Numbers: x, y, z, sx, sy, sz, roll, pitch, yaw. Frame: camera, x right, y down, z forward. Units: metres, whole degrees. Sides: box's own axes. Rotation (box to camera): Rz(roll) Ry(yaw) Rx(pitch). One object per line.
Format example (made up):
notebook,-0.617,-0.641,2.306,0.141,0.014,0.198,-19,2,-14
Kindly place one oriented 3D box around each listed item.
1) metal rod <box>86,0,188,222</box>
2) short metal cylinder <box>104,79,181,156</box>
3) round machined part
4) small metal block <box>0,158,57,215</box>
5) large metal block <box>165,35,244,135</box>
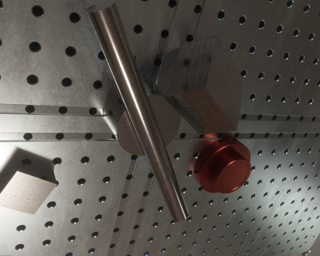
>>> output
metal rod,-0.011,0.011,0.348,0.025,0.025,0.299,-28,129,-11
short metal cylinder,-0.022,-0.013,0.376,0.081,0.050,0.079,-14,125,-21
round machined part,0.108,0.068,0.504,0.099,0.042,0.097,-14,125,-21
small metal block,-0.161,0.071,0.368,0.050,0.025,0.050,32,100,-39
large metal block,0.057,-0.049,0.371,0.080,0.050,0.080,44,50,-40
